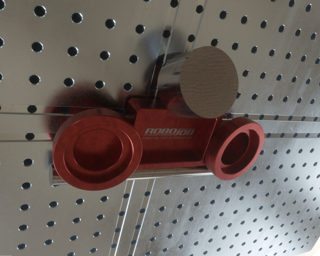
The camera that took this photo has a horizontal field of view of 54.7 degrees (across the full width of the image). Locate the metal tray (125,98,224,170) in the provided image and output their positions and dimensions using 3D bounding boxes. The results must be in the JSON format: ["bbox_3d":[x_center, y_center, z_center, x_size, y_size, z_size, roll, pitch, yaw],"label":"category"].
[{"bbox_3d":[0.014,0.009,0.416,0.131,0.030,0.089,0,119,-29],"label":"metal tray"}]

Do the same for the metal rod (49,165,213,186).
[{"bbox_3d":[0.001,0.059,0.444,0.303,0.025,0.025,1,118,-29],"label":"metal rod"}]

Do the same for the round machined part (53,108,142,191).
[{"bbox_3d":[-0.074,0.022,0.362,0.099,0.042,0.097,-8,118,-16],"label":"round machined part"}]

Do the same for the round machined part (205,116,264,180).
[{"bbox_3d":[0.105,0.026,0.463,0.099,0.042,0.097,-19,127,-27],"label":"round machined part"}]

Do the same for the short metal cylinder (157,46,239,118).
[{"bbox_3d":[0.044,-0.051,0.364,0.081,0.050,0.079,-1,93,-29],"label":"short metal cylinder"}]
